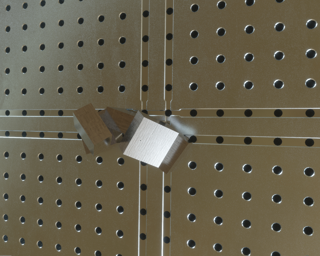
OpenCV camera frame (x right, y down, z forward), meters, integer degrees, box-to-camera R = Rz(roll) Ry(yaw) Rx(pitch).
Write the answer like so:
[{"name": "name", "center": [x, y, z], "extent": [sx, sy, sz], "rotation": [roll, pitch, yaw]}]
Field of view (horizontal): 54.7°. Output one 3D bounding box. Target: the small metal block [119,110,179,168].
[{"name": "small metal block", "center": [-0.014, 0.014, 0.375], "extent": [0.050, 0.025, 0.050], "rotation": [25, 101, -27]}]

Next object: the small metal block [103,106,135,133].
[{"name": "small metal block", "center": [-0.041, -0.008, 0.413], "extent": [0.050, 0.050, 0.025], "rotation": [20, 97, 18]}]

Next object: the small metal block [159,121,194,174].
[{"name": "small metal block", "center": [0.007, 0.024, 0.409], "extent": [0.050, 0.025, 0.050], "rotation": [37, 102, 16]}]

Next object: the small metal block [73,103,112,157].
[{"name": "small metal block", "center": [-0.087, 0.003, 0.399], "extent": [0.025, 0.050, 0.050], "rotation": [-30, 78, -22]}]

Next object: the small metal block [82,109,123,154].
[{"name": "small metal block", "center": [-0.085, 0.005, 0.441], "extent": [0.050, 0.025, 0.050], "rotation": [-20, 83, 18]}]
